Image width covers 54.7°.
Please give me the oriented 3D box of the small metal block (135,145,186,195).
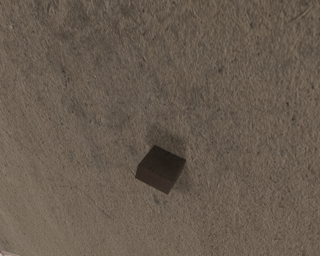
[{"bbox_3d":[0.001,0.056,0.423,0.050,0.050,0.025,25,127,12],"label":"small metal block"}]
